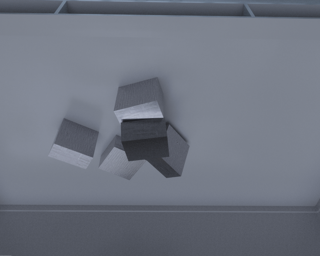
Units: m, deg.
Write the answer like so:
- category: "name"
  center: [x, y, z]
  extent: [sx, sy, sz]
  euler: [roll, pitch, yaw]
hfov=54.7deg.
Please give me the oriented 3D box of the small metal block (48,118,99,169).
- category: "small metal block"
  center: [-0.113, 0.020, 0.409]
  extent: [0.050, 0.050, 0.025]
  euler: [23, 126, -19]

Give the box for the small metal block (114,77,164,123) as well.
- category: "small metal block"
  center: [-0.024, -0.031, 0.366]
  extent: [0.050, 0.050, 0.025]
  euler: [-13, 128, 11]

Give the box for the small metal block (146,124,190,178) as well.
- category: "small metal block"
  center: [0.010, 0.032, 0.416]
  extent: [0.025, 0.050, 0.050]
  euler: [-14, 132, 38]

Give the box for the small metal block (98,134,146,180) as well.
- category: "small metal block"
  center: [-0.053, 0.043, 0.445]
  extent: [0.050, 0.025, 0.050]
  euler: [25, 126, -20]

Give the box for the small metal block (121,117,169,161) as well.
- category: "small metal block"
  center: [-0.016, 0.014, 0.364]
  extent: [0.050, 0.025, 0.050]
  euler: [-7, 148, 0]
